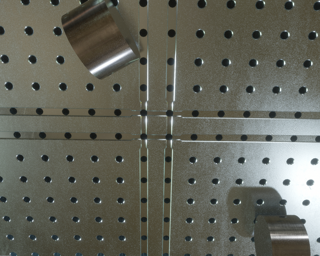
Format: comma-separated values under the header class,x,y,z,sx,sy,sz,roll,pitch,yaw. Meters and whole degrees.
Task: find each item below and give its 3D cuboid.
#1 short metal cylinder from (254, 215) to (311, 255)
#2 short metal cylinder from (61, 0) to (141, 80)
class,x,y,z,sx,sy,sz,roll,pitch,yaw
short metal cylinder,0.173,0.167,0.447,0.050,0.080,0.079,0,110,0
short metal cylinder,-0.063,-0.101,0.346,0.050,0.080,0.080,-27,108,9
